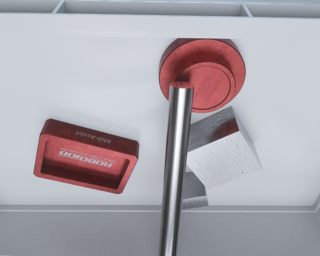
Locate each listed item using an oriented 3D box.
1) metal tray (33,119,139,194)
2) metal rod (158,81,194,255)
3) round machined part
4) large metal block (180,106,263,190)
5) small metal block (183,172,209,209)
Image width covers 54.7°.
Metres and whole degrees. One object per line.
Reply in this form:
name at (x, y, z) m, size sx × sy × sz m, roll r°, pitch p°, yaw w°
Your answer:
metal tray at (-0.105, 0.044, 0.441) m, size 0.131 × 0.030 × 0.089 m, roll 16°, pitch 128°, yaw -14°
metal rod at (0.015, 0.090, 0.381) m, size 0.025 × 0.025 × 0.298 m, roll 2°, pitch 115°, yaw -2°
round machined part at (0.048, -0.055, 0.352) m, size 0.099 × 0.042 × 0.097 m, roll -1°, pitch 130°, yaw 0°
large metal block at (0.080, 0.029, 0.419) m, size 0.080 × 0.050 × 0.080 m, roll -25°, pitch 126°, yaw 19°
small metal block at (0.045, 0.095, 0.474) m, size 0.050 × 0.050 × 0.025 m, roll -11°, pitch 129°, yaw 9°
